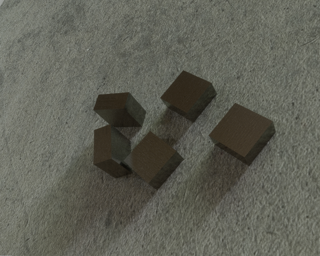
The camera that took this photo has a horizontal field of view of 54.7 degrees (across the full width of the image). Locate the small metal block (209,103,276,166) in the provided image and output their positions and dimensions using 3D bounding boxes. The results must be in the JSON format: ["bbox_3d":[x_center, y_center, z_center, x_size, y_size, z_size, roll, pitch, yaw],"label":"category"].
[{"bbox_3d":[0.093,0.006,0.351,0.050,0.025,0.050,34,81,38],"label":"small metal block"}]

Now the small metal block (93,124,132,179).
[{"bbox_3d":[-0.060,0.031,0.401,0.025,0.050,0.050,-19,54,17],"label":"small metal block"}]

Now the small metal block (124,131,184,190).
[{"bbox_3d":[-0.008,0.040,0.384,0.050,0.025,0.050,-49,52,-6],"label":"small metal block"}]

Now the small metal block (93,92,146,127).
[{"bbox_3d":[-0.055,-0.024,0.431,0.050,0.050,0.025,-1,61,27],"label":"small metal block"}]

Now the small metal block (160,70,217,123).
[{"bbox_3d":[0.038,-0.043,0.410,0.050,0.025,0.050,33,80,38],"label":"small metal block"}]
